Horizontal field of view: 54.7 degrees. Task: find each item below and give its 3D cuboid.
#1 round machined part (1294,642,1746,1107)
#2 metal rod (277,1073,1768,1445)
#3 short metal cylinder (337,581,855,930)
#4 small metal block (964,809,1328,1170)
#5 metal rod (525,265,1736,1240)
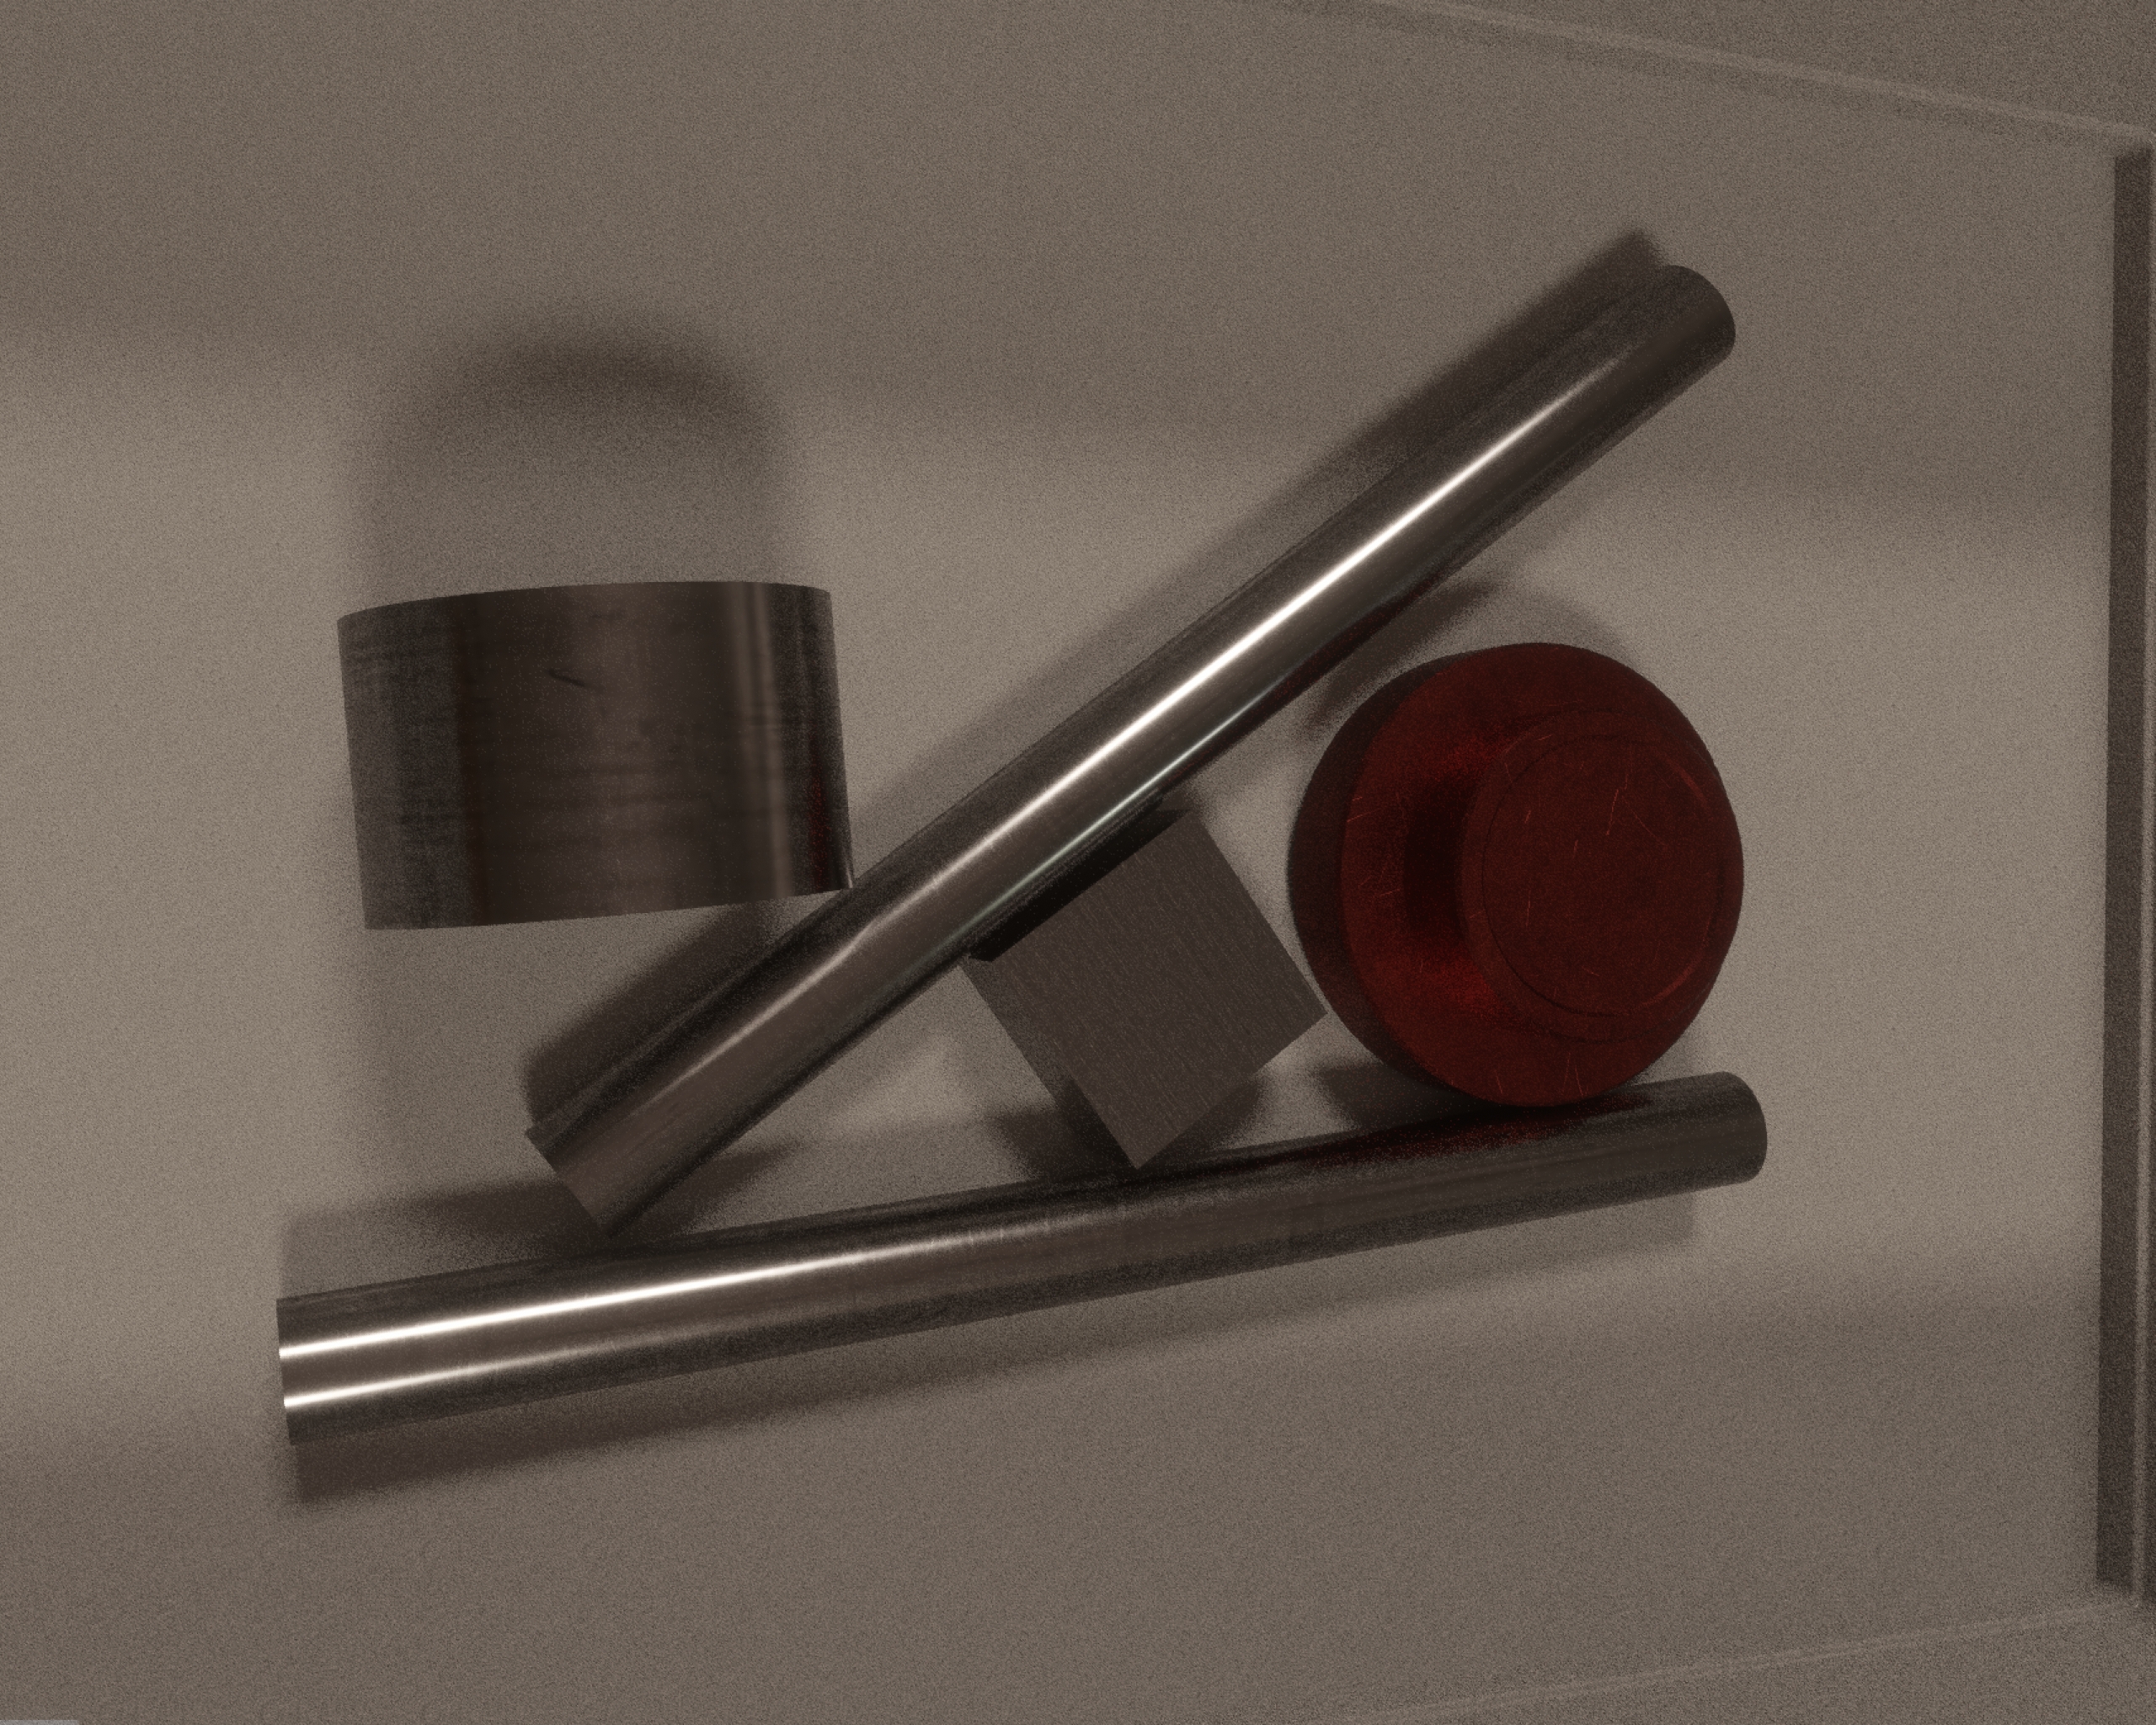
[{"bbox_3d":[0.099,0.002,0.436,0.099,0.042,0.097,0,90,-21],"label":"round machined part"},{"bbox_3d":[0.004,0.073,0.412,0.303,0.025,0.025,-6,92,-20],"label":"metal rod"},{"bbox_3d":[-0.080,-0.018,0.351,0.081,0.080,0.050,-5,92,-20],"label":"short metal cylinder"},{"bbox_3d":[0.013,0.024,0.414,0.050,0.025,0.050,-37,102,-16],"label":"small metal block"},{"bbox_3d":[0.022,-0.031,0.418,0.301,0.025,0.025,-38,103,-16],"label":"metal rod"}]
